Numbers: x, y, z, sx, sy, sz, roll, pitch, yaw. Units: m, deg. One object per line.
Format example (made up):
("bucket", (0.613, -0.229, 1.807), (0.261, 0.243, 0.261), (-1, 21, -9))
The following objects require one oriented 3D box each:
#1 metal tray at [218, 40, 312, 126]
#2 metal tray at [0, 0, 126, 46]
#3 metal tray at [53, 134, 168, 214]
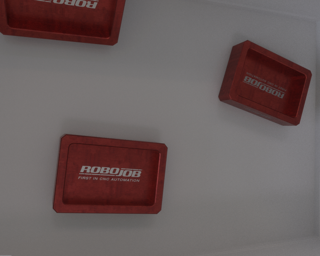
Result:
("metal tray", (0.160, -0.064, 0.466), (0.131, 0.030, 0.090), (19, 84, -19))
("metal tray", (-0.106, -0.142, 0.338), (0.131, 0.089, 0.030), (1, 48, -20))
("metal tray", (-0.060, 0.058, 0.385), (0.131, 0.030, 0.089), (7, 88, -20))
